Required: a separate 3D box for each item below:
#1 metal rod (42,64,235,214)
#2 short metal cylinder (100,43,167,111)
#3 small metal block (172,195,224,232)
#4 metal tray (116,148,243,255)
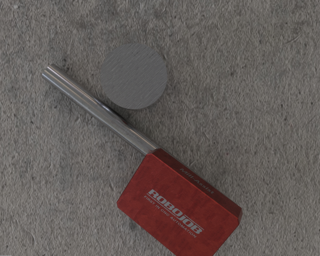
[{"bbox_3d":[-0.028,0.017,0.409,0.300,0.025,0.025,38,90,0],"label":"metal rod"},{"bbox_3d":[-0.031,-0.062,0.397,0.081,0.050,0.080,0,90,0],"label":"short metal cylinder"},{"bbox_3d":[0.048,0.110,0.396,0.050,0.025,0.050,-22,105,24],"label":"small metal block"},{"bbox_3d":[0.021,0.098,0.379,0.130,0.030,0.090,36,110,12],"label":"metal tray"}]
